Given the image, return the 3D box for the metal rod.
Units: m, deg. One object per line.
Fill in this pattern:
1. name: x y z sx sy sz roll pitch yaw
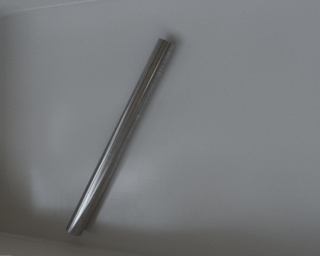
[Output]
1. metal rod: -0.058 0.019 0.429 0.025 0.025 0.298 30 99 17
